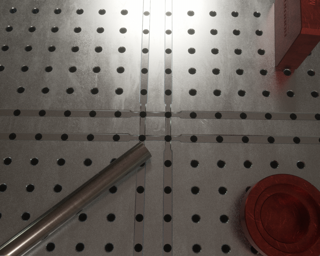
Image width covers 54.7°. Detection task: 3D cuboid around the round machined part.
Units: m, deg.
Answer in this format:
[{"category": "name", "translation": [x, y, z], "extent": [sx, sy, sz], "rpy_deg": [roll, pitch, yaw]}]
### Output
[{"category": "round machined part", "translation": [0.144, 0.106, 0.366], "extent": [0.099, 0.042, 0.098], "rpy_deg": [0, 70, -1]}]

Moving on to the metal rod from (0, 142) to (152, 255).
[{"category": "metal rod", "translation": [-0.136, 0.115, 0.367], "extent": [0.301, 0.025, 0.025], "rpy_deg": [-37, 75, -13]}]

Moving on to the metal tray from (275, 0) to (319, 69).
[{"category": "metal tray", "translation": [0.194, -0.161, 0.438], "extent": [0.030, 0.090, 0.130], "rpy_deg": [7, 70, 2]}]
